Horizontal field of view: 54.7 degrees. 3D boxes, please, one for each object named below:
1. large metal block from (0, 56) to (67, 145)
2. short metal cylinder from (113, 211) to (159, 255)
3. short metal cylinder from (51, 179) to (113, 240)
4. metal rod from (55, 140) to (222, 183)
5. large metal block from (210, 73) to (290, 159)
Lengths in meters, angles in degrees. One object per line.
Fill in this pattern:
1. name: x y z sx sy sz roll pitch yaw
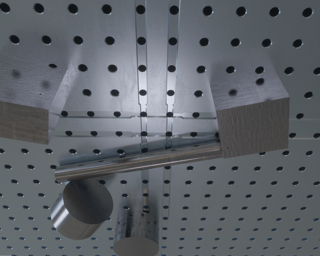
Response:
1. large metal block: -0.155 -0.033 0.346 0.081 0.080 0.050 10 129 -9
2. short metal cylinder: -0.042 0.196 0.561 0.081 0.050 0.079 0 130 0
3. short metal cylinder: -0.120 0.124 0.480 0.080 0.080 0.050 26 125 -20
4. metal rod: -0.006 0.045 0.449 0.301 0.025 0.025 -10 130 8
5. large metal block: 0.111 -0.013 0.385 0.080 0.050 0.080 -11 130 8
